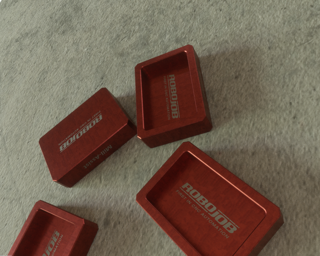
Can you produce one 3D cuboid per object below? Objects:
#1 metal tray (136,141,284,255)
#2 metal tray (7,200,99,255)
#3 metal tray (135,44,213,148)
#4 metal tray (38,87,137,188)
[{"bbox_3d":[0.047,0.083,0.324,0.090,0.030,0.130,-48,52,-6],"label":"metal tray"},{"bbox_3d":[-0.141,0.163,0.372,0.090,0.030,0.130,11,67,32],"label":"metal tray"},{"bbox_3d":[0.014,-0.045,0.419,0.090,0.030,0.130,-17,55,18],"label":"metal tray"},{"bbox_3d":[-0.106,0.012,0.447,0.130,0.030,0.090,-39,51,1],"label":"metal tray"}]
